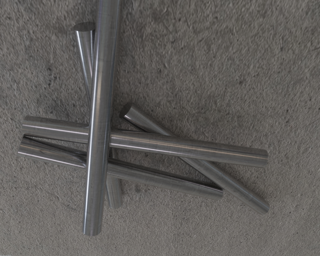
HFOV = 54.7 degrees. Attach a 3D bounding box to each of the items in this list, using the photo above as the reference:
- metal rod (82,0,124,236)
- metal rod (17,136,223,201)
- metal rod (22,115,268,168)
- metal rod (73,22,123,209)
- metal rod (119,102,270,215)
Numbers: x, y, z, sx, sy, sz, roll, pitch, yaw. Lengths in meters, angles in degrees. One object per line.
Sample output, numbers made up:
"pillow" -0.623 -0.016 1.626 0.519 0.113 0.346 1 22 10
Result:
"metal rod" -0.067 -0.004 0.346 0.025 0.025 0.298 7 113 -6
"metal rod" -0.037 0.062 0.432 0.302 0.025 0.025 18 128 -25
"metal rod" -0.012 0.019 0.388 0.302 0.025 0.025 8 130 -8
"metal rod" -0.075 0.010 0.414 0.025 0.025 0.298 -1 130 0
"metal rod" 0.066 0.056 0.455 0.301 0.025 0.025 36 121 -27
